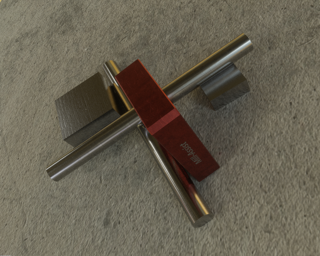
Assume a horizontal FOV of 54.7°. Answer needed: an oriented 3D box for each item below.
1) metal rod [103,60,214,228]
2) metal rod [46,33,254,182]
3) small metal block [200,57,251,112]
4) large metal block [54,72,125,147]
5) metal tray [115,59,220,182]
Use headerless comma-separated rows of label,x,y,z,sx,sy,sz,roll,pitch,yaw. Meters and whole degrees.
metal rod,-0.018,-0.002,0.415,0.025,0.025,0.300,-36,51,4
metal rod,-0.017,-0.023,0.394,0.300,0.025,0.025,-34,52,5
small metal block,0.079,-0.057,0.398,0.050,0.025,0.050,-31,52,8
large metal block,-0.099,-0.022,0.451,0.080,0.050,0.080,-32,52,7
metal tray,0.011,-0.004,0.332,0.030,0.130,0.090,-37,51,4
